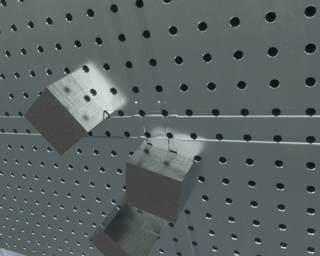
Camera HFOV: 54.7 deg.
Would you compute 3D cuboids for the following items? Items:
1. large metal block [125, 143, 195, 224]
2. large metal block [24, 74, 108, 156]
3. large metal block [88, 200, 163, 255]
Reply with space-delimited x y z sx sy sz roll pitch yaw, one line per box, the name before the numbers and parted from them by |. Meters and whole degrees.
large metal block | -0.001 0.078 0.442 0.080 0.050 0.079 17 125 18
large metal block | -0.138 -0.018 0.455 0.080 0.050 0.080 49 128 -7
large metal block | -0.054 0.175 0.511 0.080 0.080 0.050 46 129 -5
